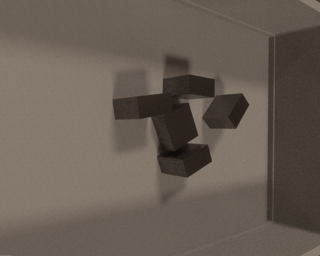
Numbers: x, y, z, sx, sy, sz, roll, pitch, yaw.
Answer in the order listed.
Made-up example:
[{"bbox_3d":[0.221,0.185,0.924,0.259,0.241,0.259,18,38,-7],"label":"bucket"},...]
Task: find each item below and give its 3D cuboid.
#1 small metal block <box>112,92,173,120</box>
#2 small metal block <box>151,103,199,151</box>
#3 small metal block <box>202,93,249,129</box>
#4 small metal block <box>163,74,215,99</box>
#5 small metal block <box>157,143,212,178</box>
[{"bbox_3d":[-0.021,-0.026,0.374,0.050,0.050,0.025,-12,98,-40],"label":"small metal block"},{"bbox_3d":[0.021,-0.002,0.427,0.050,0.025,0.050,-30,109,-36],"label":"small metal block"},{"bbox_3d":[0.101,-0.026,0.478,0.025,0.050,0.050,50,60,-29],"label":"small metal block"},{"bbox_3d":[0.039,-0.055,0.425,0.050,0.050,0.025,2,89,-40],"label":"small metal block"},{"bbox_3d":[0.033,0.042,0.421,0.050,0.050,0.025,-26,107,-37],"label":"small metal block"}]
